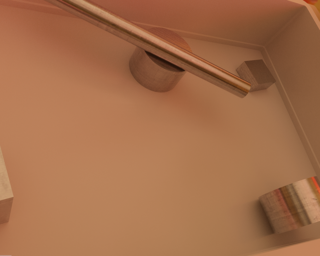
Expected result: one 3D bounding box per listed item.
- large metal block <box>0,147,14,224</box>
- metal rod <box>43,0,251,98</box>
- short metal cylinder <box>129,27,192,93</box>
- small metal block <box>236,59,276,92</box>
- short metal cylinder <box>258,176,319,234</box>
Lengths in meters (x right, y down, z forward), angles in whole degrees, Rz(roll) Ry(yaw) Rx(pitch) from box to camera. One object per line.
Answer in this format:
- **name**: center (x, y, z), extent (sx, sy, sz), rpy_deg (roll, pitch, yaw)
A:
- **large metal block**: center (-0.162, 0.040, 0.259), extent (0.050, 0.080, 0.080), rpy_deg (-12, 68, -33)
- **metal rod**: center (-0.013, -0.112, 0.404), extent (0.302, 0.025, 0.025), rpy_deg (23, 53, -14)
- **short metal cylinder**: center (0.001, -0.099, 0.452), extent (0.081, 0.050, 0.080), rpy_deg (14, 56, -21)
- **small metal block**: center (0.173, -0.095, 0.560), extent (0.050, 0.025, 0.050), rpy_deg (-13, 69, -34)
- **short metal cylinder**: center (0.178, 0.102, 0.407), extent (0.081, 0.080, 0.050), rpy_deg (-5, 65, -31)
